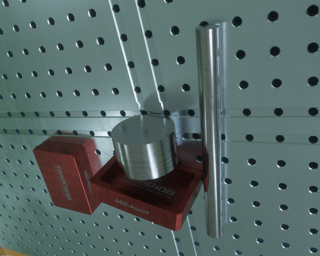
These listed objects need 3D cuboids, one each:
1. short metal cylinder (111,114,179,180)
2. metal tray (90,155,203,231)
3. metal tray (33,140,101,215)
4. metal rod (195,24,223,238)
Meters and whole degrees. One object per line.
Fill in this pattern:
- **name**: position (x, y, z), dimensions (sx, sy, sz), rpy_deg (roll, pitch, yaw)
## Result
- **short metal cylinder**: position (-0.018, 0.022, 0.399), dimensions (0.080, 0.080, 0.050), rpy_deg (6, 121, 25)
- **metal tray**: position (-0.017, 0.078, 0.426), dimensions (0.130, 0.090, 0.030), rpy_deg (16, 125, 19)
- **metal tray**: position (-0.163, 0.088, 0.548), dimensions (0.090, 0.030, 0.129), rpy_deg (6, 121, 25)
- **metal rod**: position (0.065, 0.025, 0.392), dimensions (0.025, 0.025, 0.298), rpy_deg (7, 122, 24)
